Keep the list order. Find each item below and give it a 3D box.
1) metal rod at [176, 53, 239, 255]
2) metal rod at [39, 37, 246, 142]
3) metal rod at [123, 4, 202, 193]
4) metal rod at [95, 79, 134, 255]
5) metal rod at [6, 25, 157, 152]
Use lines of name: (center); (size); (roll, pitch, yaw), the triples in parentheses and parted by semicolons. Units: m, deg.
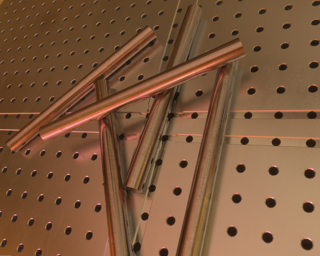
metal rod: (0.055, 0.040, 0.354); (0.025, 0.025, 0.300); (2, 63, 29)
metal rod: (-0.034, -0.046, 0.418); (0.301, 0.025, 0.025); (-22, 54, 14)
metal rod: (0.011, -0.056, 0.435); (0.025, 0.025, 0.300); (5, 64, 30)
metal rod: (-0.064, 0.049, 0.409); (0.025, 0.025, 0.299); (-23, 53, 14)
metal rod: (-0.130, -0.064, 0.513); (0.300, 0.025, 0.025); (-39, 51, 1)
